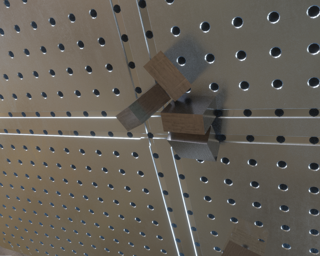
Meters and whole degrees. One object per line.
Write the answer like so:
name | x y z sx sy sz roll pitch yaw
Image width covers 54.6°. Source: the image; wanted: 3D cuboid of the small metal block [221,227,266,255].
small metal block | 0.122 0.183 0.460 0.050 0.025 0.050 23 127 14

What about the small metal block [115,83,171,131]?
small metal block | -0.022 -0.025 0.381 0.025 0.050 0.050 51 154 -8

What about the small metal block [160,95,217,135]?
small metal block | 0.035 -0.017 0.366 0.050 0.050 0.025 4 120 26

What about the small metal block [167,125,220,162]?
small metal block | 0.043 0.018 0.385 0.050 0.025 0.050 5 153 26

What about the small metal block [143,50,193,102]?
small metal block | 0.009 -0.058 0.351 0.025 0.050 0.050 -42 95 6
